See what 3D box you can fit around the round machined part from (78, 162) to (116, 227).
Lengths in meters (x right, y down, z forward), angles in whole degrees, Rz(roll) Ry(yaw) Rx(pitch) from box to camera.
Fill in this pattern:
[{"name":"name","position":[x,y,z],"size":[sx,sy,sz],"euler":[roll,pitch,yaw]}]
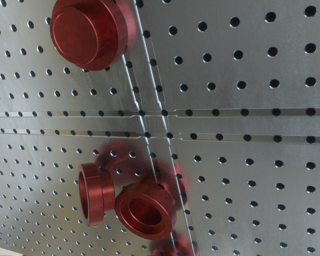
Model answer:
[{"name":"round machined part","position":[-0.101,0.103,0.493],"size":[0.098,0.042,0.097],"euler":[175,90,-67]}]

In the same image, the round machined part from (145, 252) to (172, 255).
[{"name":"round machined part","position":[0.005,0.265,0.560],"size":[0.098,0.042,0.097],"euler":[13,124,20]}]

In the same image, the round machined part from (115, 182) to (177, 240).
[{"name":"round machined part","position":[-0.019,0.125,0.486],"size":[0.098,0.042,0.097],"euler":[13,124,20]}]

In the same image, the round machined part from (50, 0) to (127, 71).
[{"name":"round machined part","position":[-0.093,-0.115,0.376],"size":[0.098,0.042,0.097],"euler":[13,124,20]}]
